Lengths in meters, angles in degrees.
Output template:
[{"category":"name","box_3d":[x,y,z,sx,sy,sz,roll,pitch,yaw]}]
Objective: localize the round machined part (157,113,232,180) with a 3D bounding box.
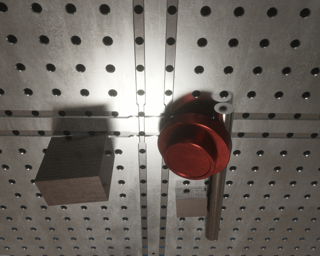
[{"category":"round machined part","box_3d":[0.043,0.031,0.409,0.098,0.042,0.097,12,133,13]}]

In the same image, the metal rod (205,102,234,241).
[{"category":"metal rod","box_3d":[0.089,0.088,0.488,0.025,0.025,0.298,-3,130,2]}]

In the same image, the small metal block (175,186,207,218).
[{"category":"small metal block","box_3d":[0.052,0.124,0.518,0.050,0.025,0.050,-3,130,2]}]

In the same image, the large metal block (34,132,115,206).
[{"category":"large metal block","box_3d":[-0.111,0.055,0.420,0.080,0.080,0.050,-5,130,4]}]
